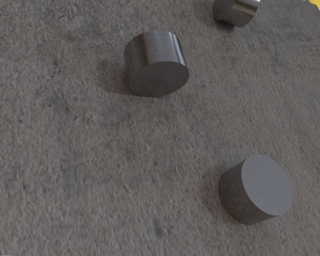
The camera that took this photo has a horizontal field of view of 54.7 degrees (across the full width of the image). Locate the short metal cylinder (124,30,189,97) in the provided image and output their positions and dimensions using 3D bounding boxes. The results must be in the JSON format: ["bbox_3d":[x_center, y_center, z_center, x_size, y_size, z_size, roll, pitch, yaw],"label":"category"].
[{"bbox_3d":[-0.005,-0.084,0.419,0.081,0.080,0.050,2,61,-28],"label":"short metal cylinder"}]

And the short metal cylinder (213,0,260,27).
[{"bbox_3d":[0.146,-0.241,0.597,0.050,0.080,0.080,10,57,-23],"label":"short metal cylinder"}]

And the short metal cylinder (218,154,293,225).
[{"bbox_3d":[0.125,0.081,0.408,0.081,0.050,0.080,14,56,-21],"label":"short metal cylinder"}]
